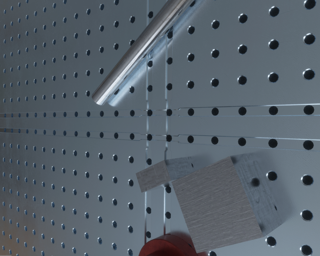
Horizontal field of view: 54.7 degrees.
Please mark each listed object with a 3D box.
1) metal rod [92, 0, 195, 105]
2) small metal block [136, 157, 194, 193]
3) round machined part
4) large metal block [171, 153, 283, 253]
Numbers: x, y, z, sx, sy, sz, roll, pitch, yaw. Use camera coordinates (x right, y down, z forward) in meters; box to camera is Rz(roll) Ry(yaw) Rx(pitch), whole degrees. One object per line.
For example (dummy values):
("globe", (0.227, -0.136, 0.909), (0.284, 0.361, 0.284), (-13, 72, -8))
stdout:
("metal rod", (-0.003, -0.132, 0.411), (0.299, 0.025, 0.025), (-43, 64, 31))
("small metal block", (0.007, 0.058, 0.387), (0.050, 0.050, 0.025), (-30, 72, 36))
("round machined part", (0.005, 0.191, 0.394), (0.098, 0.042, 0.097), (0, 90, 40))
("large metal block", (0.070, 0.080, 0.335), (0.080, 0.050, 0.080), (-31, 71, 35))
